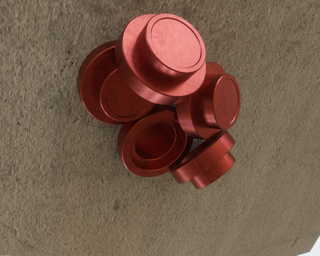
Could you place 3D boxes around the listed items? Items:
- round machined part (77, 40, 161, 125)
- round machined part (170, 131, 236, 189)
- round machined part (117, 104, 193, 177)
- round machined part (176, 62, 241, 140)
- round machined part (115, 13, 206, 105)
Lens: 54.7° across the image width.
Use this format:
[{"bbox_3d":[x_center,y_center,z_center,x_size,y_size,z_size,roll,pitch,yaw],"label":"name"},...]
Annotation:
[{"bbox_3d":[-0.040,-0.046,0.350,0.099,0.042,0.097,-14,125,-21],"label":"round machined part"},{"bbox_3d":[0.065,0.047,0.428,0.098,0.098,0.042,-37,89,-4],"label":"round machined part"},{"bbox_3d":[-0.009,0.012,0.401,0.099,0.042,0.097,-14,125,-21],"label":"round machined part"},{"bbox_3d":[0.067,-0.033,0.387,0.099,0.042,0.097,-8,101,-49],"label":"round machined part"},{"bbox_3d":[0.007,-0.077,0.318,0.099,0.098,0.042,1,160,-29],"label":"round machined part"}]
